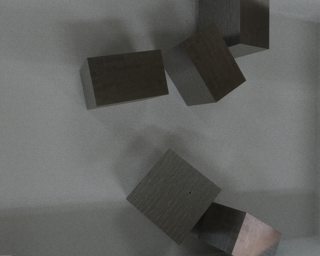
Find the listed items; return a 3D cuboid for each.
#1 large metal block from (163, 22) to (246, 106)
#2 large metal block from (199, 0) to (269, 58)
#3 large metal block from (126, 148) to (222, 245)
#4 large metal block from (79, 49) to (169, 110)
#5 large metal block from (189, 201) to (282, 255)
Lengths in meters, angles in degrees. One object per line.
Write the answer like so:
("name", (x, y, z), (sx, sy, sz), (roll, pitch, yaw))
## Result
("large metal block", (0.051, -0.077, 0.400), (0.050, 0.080, 0.080), (-36, 102, -16))
("large metal block", (0.096, -0.139, 0.412), (0.050, 0.080, 0.080), (0, 90, -30))
("large metal block", (0.017, 0.086, 0.387), (0.080, 0.050, 0.080), (38, 76, 13))
("large metal block", (-0.045, -0.054, 0.364), (0.081, 0.080, 0.050), (-12, 94, -20))
("large metal block", (0.096, 0.138, 0.406), (0.080, 0.080, 0.050), (34, 73, -31))
